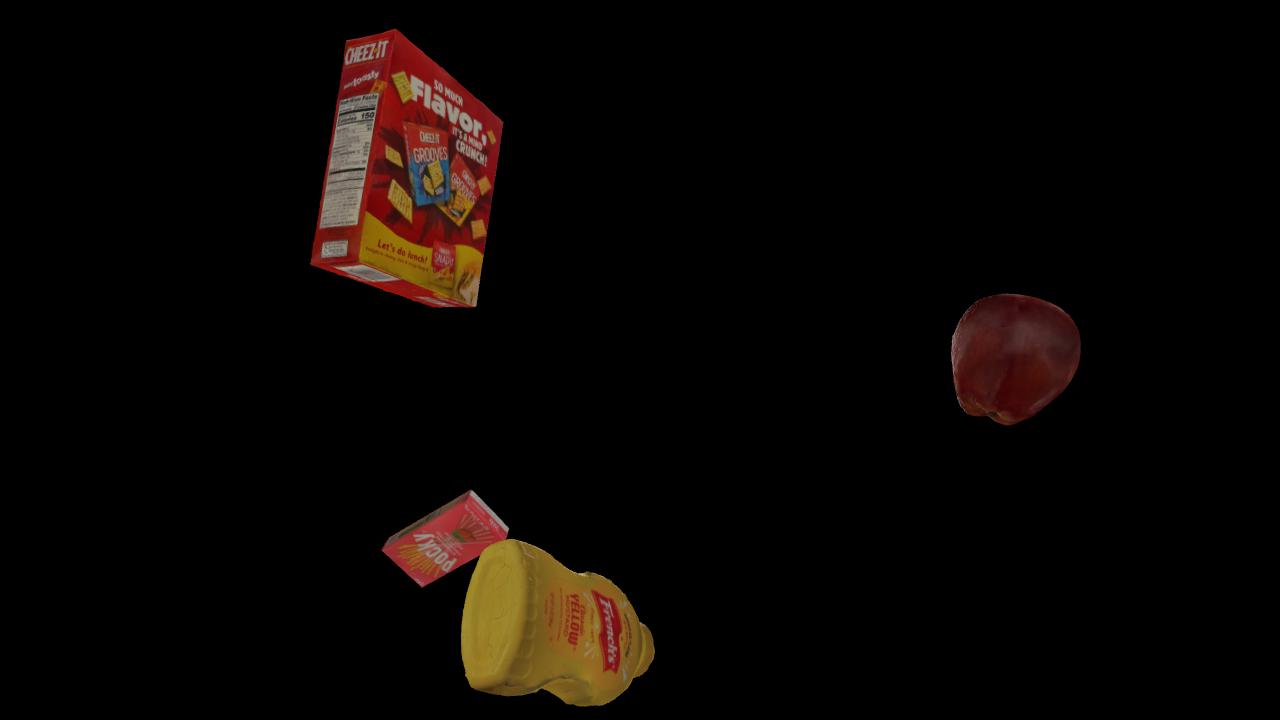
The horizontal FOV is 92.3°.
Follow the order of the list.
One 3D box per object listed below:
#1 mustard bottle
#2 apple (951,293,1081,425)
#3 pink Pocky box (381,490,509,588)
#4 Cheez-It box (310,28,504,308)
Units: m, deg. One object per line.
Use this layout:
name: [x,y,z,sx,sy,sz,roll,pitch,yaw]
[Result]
mustard bottle: [-0.044,0.197,0.443,0.054,0.092,0.184,-27,-43,21]
apple: [0.266,-0.002,0.440,0.079,0.093,0.079,24,-11,5]
pink Pocky box: [-0.266,0.246,0.841,0.155,0.084,0.029,-31,21,13]
Cheez-It box: [-0.224,-0.177,0.616,0.071,0.223,0.166,3,-8,23]
